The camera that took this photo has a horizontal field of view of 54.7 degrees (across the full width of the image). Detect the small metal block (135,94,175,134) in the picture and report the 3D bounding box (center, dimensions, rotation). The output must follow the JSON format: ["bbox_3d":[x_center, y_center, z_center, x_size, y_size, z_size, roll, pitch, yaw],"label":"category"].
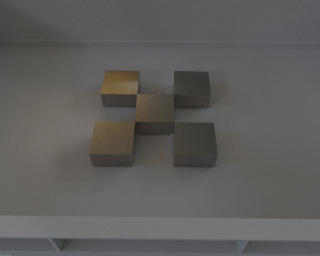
[{"bbox_3d":[-0.006,-0.019,0.418,0.050,0.025,0.050,0,50,0],"label":"small metal block"}]

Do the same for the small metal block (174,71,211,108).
[{"bbox_3d":[0.045,-0.057,0.450,0.050,0.025,0.050,2,50,1],"label":"small metal block"}]

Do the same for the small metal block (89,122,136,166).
[{"bbox_3d":[-0.057,0.019,0.386,0.050,0.025,0.050,1,50,0],"label":"small metal block"}]

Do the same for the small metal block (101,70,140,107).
[{"bbox_3d":[-0.056,-0.058,0.450,0.050,0.025,0.050,1,50,1],"label":"small metal block"}]

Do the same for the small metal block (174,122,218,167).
[{"bbox_3d":[0.043,0.020,0.385,0.050,0.025,0.050,1,50,1],"label":"small metal block"}]
